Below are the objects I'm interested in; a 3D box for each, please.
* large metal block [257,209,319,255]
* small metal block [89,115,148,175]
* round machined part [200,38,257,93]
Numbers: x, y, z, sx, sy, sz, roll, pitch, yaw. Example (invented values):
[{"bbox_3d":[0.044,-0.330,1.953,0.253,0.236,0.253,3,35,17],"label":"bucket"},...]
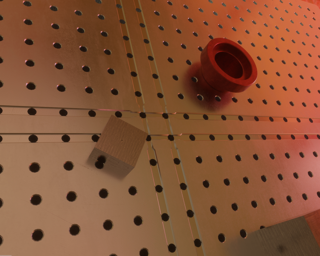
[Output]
[{"bbox_3d":[0.179,0.150,0.378,0.050,0.080,0.080,-7,65,-31],"label":"large metal block"},{"bbox_3d":[-0.048,0.020,0.370,0.050,0.025,0.050,28,52,-10],"label":"small metal block"},{"bbox_3d":[0.109,-0.099,0.516,0.099,0.042,0.098,14,56,-21],"label":"round machined part"}]
